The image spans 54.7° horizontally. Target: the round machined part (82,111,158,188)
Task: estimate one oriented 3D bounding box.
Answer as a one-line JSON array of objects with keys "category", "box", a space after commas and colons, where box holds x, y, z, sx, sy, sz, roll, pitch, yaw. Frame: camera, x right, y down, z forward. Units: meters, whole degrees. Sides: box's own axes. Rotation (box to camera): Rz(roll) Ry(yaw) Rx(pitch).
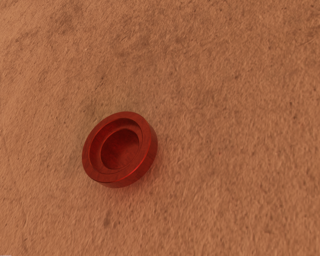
[{"category": "round machined part", "box": [-0.047, 0.031, 0.397, 0.098, 0.042, 0.098, -13, 56, 20]}]
